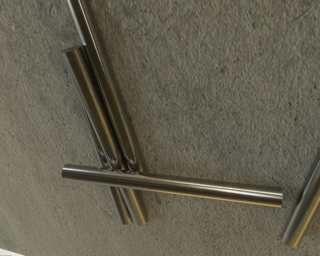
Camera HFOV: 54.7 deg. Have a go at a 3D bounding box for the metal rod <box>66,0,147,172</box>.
[{"bbox_3d":[-0.066,-0.045,0.413,0.025,0.025,0.298,-3,117,29],"label":"metal rod"}]

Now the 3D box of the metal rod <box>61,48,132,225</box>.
[{"bbox_3d":[-0.087,0.027,0.469,0.025,0.025,0.298,2,120,27],"label":"metal rod"}]

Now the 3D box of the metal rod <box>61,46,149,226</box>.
[{"bbox_3d":[-0.070,0.030,0.449,0.025,0.025,0.298,0,122,28],"label":"metal rod"}]

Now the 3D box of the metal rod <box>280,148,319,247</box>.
[{"bbox_3d":[0.182,0.022,0.324,0.025,0.025,0.298,17,126,18],"label":"metal rod"}]

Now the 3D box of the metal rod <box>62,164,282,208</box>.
[{"bbox_3d":[0.005,0.076,0.422,0.301,0.025,0.025,4,121,16],"label":"metal rod"}]
